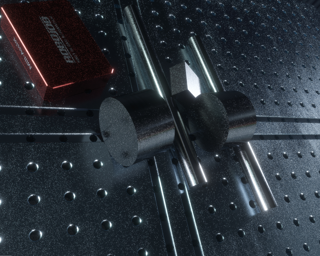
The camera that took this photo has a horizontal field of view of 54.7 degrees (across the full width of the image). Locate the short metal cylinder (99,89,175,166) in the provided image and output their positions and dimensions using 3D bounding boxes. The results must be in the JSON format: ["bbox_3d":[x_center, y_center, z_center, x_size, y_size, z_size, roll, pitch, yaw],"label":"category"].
[{"bbox_3d":[-0.028,-0.002,0.360,0.050,0.080,0.080,-18,72,-35],"label":"short metal cylinder"}]

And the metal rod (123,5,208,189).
[{"bbox_3d":[0.001,-0.058,0.445,0.025,0.025,0.299,-6,65,-31],"label":"metal rod"}]

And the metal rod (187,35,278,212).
[{"bbox_3d":[0.104,-0.020,0.478,0.025,0.025,0.299,-5,64,-31],"label":"metal rod"}]

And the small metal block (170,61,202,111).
[{"bbox_3d":[0.039,-0.060,0.453,0.050,0.025,0.050,38,41,-48],"label":"small metal block"}]

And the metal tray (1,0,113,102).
[{"bbox_3d":[-0.132,-0.104,0.398,0.091,0.030,0.130,-24,75,-37],"label":"metal tray"}]

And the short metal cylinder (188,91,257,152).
[{"bbox_3d":[0.084,-0.010,0.426,0.050,0.080,0.080,-8,66,-32],"label":"short metal cylinder"}]
